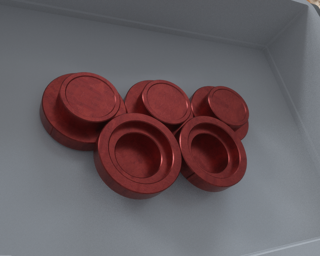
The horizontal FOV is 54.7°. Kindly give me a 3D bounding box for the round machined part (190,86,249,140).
[{"bbox_3d":[0.090,-0.022,0.453,0.099,0.042,0.098,13,56,-20],"label":"round machined part"}]

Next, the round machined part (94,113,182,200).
[{"bbox_3d":[-0.028,0.035,0.356,0.099,0.042,0.098,14,56,-21],"label":"round machined part"}]

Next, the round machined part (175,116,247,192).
[{"bbox_3d":[0.060,0.036,0.402,0.099,0.042,0.098,14,56,-21],"label":"round machined part"}]

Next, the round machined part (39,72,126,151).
[{"bbox_3d":[-0.085,-0.026,0.361,0.099,0.042,0.098,14,55,-21],"label":"round machined part"}]

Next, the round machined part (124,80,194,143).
[{"bbox_3d":[0.001,-0.024,0.407,0.099,0.042,0.098,13,56,-20],"label":"round machined part"}]
